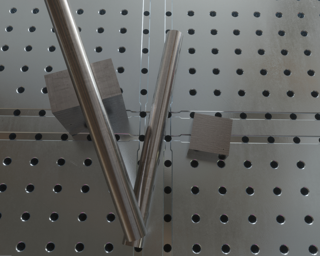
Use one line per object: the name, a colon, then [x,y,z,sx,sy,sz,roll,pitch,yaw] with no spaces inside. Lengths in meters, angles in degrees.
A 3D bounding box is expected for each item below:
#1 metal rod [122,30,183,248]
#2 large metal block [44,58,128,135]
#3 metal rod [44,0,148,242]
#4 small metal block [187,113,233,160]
metal rod: [-0.005,0.000,0.411,0.025,0.025,0.299,10,70,3]
large metal block: [-0.090,-0.037,0.395,0.081,0.080,0.050,-16,71,-6]
metal rod: [-0.073,-0.022,0.337,0.025,0.025,0.298,-19,92,-7]
small metal block: [0.066,0.011,0.408,0.050,0.025,0.050,10,70,3]
